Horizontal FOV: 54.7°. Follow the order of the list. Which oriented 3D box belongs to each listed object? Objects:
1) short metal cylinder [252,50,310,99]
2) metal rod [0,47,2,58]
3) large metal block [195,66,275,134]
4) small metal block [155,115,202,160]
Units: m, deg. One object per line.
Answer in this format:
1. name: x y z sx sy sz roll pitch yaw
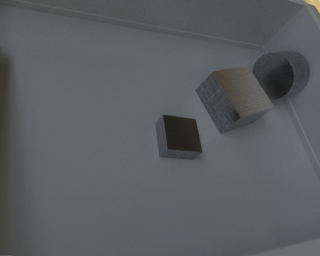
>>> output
1. short metal cylinder: 0.211 -0.094 0.545 0.050 0.080 0.080 -16 71 -35
2. metal rod: -0.176 0.000 0.239 0.025 0.025 0.300 15 33 -20
3. large metal block: 0.116 -0.045 0.482 0.081 0.050 0.080 -15 70 -35
4. small metal block: 0.024 0.013 0.413 0.050 0.025 0.050 7 59 -25
